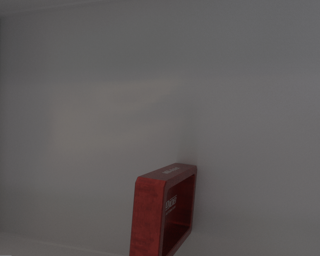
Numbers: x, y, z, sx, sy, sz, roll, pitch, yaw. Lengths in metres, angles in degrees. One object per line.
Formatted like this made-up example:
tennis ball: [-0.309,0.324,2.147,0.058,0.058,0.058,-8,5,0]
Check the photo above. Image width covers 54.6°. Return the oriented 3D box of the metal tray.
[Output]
metal tray: [0.009,0.092,0.352,0.030,0.130,0.090,5,92,20]
